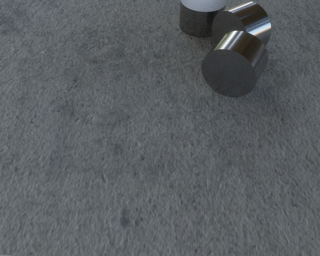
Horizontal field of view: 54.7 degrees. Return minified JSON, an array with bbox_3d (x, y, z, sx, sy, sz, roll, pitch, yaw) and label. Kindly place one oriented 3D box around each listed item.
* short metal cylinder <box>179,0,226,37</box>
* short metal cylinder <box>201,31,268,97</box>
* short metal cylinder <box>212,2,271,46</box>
[{"bbox_3d":[0.077,-0.210,0.564,0.081,0.050,0.080,0,50,0],"label":"short metal cylinder"},{"bbox_3d":[0.107,-0.091,0.446,0.080,0.080,0.050,24,54,19],"label":"short metal cylinder"},{"bbox_3d":[0.130,-0.156,0.501,0.050,0.080,0.080,-28,56,-22],"label":"short metal cylinder"}]
